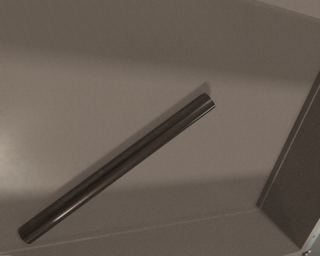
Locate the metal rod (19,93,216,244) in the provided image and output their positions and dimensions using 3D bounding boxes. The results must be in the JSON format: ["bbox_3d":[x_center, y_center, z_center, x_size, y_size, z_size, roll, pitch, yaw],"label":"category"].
[{"bbox_3d":[-0.053,0.051,0.412,0.301,0.025,0.025,-36,130,-4],"label":"metal rod"}]
